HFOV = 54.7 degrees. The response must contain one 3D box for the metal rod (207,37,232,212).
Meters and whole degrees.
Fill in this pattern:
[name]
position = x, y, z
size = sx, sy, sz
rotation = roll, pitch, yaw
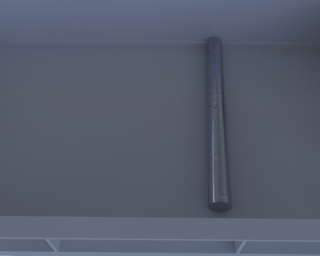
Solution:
[metal rod]
position = 0.079, -0.029, 0.430
size = 0.025, 0.025, 0.300
rotation = 4, 50, 3
